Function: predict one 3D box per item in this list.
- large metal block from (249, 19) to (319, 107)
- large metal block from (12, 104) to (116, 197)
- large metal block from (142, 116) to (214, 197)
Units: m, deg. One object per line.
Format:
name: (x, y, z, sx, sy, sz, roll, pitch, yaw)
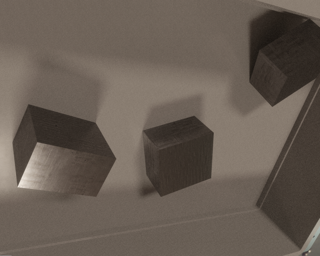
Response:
large metal block: (0.175, -0.085, 0.417, 0.080, 0.050, 0.080, -33, 158, -7)
large metal block: (-0.105, 0.024, 0.332, 0.081, 0.080, 0.050, 17, 109, -35)
large metal block: (0.025, 0.038, 0.432, 0.081, 0.050, 0.079, -16, 125, -20)
